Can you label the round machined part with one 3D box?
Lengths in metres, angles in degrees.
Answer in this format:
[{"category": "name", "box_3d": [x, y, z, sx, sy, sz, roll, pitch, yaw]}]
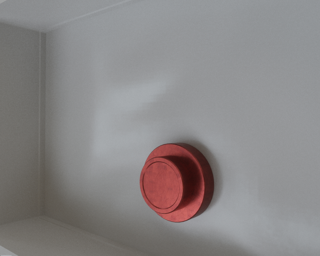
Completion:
[{"category": "round machined part", "box_3d": [0.013, 0.068, 0.383, 0.098, 0.042, 0.097, 0, 90, 39]}]
